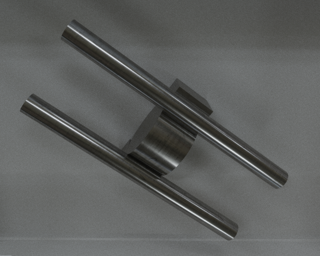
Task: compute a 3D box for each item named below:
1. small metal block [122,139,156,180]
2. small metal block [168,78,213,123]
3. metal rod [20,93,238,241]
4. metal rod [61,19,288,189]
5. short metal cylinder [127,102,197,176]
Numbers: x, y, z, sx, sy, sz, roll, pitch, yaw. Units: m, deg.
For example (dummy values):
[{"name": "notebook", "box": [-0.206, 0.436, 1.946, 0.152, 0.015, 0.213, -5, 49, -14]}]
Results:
[{"name": "small metal block", "box": [-0.029, 0.047, 0.413, 0.050, 0.050, 0.025, 35, 106, -12]}, {"name": "small metal block", "box": [0.035, -0.033, 0.384, 0.050, 0.050, 0.025, 35, 106, -12]}, {"name": "metal rod", "box": [-0.027, 0.054, 0.377, 0.301, 0.025, 0.025, 34, 106, -12]}, {"name": "metal rod", "box": [0.027, -0.018, 0.350, 0.301, 0.025, 0.025, 34, 106, -12]}, {"name": "short metal cylinder", "box": [0.003, 0.012, 0.385, 0.050, 0.080, 0.080, 35, 106, -12]}]
